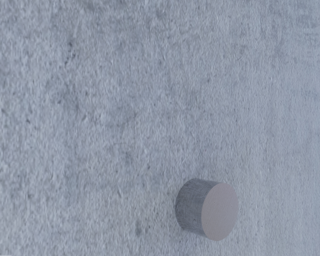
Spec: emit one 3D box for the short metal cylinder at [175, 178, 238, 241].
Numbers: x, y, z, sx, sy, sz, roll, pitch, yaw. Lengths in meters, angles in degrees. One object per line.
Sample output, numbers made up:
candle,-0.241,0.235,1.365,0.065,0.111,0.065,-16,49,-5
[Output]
short metal cylinder,0.068,0.116,0.449,0.081,0.050,0.079,0,90,-40
